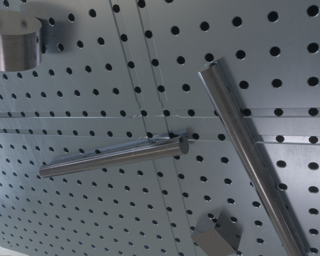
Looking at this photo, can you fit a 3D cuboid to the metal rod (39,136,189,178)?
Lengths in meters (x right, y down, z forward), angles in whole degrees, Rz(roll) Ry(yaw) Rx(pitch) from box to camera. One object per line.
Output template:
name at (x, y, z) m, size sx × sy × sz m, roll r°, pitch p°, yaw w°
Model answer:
metal rod at (-0.090, 0.051, 0.490) m, size 0.300 × 0.025 × 0.025 m, roll -13°, pitch 112°, yaw 33°

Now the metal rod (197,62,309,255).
metal rod at (0.122, 0.058, 0.382) m, size 0.025 × 0.025 × 0.299 m, roll -18°, pitch 109°, yaw 35°

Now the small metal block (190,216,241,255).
small metal block at (0.084, 0.168, 0.471) m, size 0.050 × 0.025 × 0.050 m, roll 48°, pitch 129°, yaw -6°

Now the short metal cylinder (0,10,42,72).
short metal cylinder at (-0.199, -0.116, 0.409) m, size 0.080 × 0.080 × 0.050 m, roll 25°, pitch 127°, yaw 12°
